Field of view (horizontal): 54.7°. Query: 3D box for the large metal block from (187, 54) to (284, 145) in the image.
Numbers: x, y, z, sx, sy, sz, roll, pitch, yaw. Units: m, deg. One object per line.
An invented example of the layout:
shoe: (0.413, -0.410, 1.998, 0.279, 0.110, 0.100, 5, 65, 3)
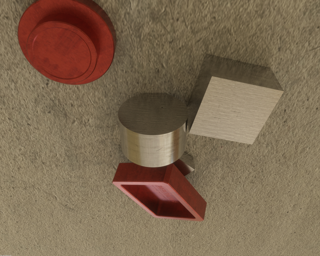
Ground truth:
large metal block: (0.082, -0.032, 0.365, 0.081, 0.050, 0.079, 10, 129, -9)

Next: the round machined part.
round machined part: (-0.097, -0.086, 0.322, 0.099, 0.042, 0.097, -1, 130, 0)

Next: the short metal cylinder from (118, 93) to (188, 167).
short metal cylinder: (-0.008, 0.001, 0.372, 0.081, 0.080, 0.050, 0, 130, -1)

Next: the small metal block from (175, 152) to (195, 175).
small metal block: (0.014, 0.052, 0.452, 0.050, 0.025, 0.050, 36, 121, -27)

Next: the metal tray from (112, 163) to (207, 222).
metal tray: (0.003, 0.096, 0.455, 0.090, 0.030, 0.130, -6, 141, 31)
